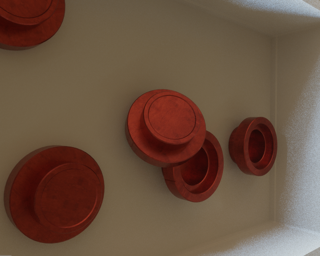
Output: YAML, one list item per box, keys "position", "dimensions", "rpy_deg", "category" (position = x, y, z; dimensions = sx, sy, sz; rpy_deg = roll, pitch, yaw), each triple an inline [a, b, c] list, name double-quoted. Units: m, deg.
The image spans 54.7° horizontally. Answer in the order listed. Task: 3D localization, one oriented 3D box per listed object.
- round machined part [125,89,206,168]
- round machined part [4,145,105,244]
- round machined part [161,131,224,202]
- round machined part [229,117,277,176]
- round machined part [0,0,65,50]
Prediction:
- position: [0.009, -0.005, 0.373]
  dimensions: [0.099, 0.042, 0.098]
  rpy_deg: [6, 65, -12]
  category: "round machined part"
- position: [-0.099, 0.067, 0.313]
  dimensions: [0.099, 0.042, 0.097]
  rpy_deg: [0, 90, -40]
  category: "round machined part"
- position: [0.041, 0.050, 0.430]
  dimensions: [0.099, 0.042, 0.097]
  rpy_deg: [0, 90, -40]
  category: "round machined part"
- position: [0.154, 0.030, 0.524]
  dimensions: [0.099, 0.042, 0.097]
  rpy_deg: [0, 90, -40]
  category: "round machined part"
- position: [-0.134, -0.124, 0.283]
  dimensions: [0.099, 0.042, 0.097]
  rpy_deg: [0, 90, -40]
  category: "round machined part"
